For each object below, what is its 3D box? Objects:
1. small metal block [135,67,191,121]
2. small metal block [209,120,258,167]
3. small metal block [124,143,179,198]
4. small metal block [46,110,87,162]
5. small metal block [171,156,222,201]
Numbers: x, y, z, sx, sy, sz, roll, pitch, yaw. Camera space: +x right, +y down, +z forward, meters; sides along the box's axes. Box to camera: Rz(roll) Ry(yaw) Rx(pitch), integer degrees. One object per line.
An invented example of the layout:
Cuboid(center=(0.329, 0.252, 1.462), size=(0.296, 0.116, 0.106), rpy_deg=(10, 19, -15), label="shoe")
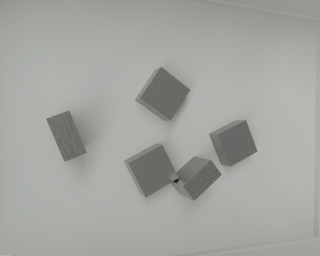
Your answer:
Cuboid(center=(0.004, -0.044, 0.412), size=(0.050, 0.025, 0.050), rpy_deg=(36, 78, -17), label="small metal block")
Cuboid(center=(0.106, 0.021, 0.450), size=(0.050, 0.025, 0.050), rpy_deg=(-25, 99, -18), label="small metal block")
Cuboid(center=(-0.012, 0.055, 0.406), size=(0.050, 0.025, 0.050), rpy_deg=(-28, 100, -18), label="small metal block")
Cuboid(center=(-0.109, 0.009, 0.357), size=(0.025, 0.050, 0.050), rpy_deg=(-23, 98, -18), label="small metal block")
Cuboid(center=(0.046, 0.066, 0.414), size=(0.050, 0.050, 0.025), rpy_deg=(-40, 103, -16), label="small metal block")
